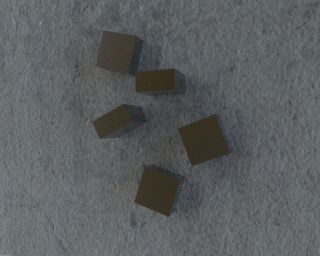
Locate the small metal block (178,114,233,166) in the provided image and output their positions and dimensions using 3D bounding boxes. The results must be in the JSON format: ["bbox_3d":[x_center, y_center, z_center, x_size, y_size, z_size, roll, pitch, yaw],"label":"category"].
[{"bbox_3d":[0.057,0.015,0.388,0.050,0.025,0.050,-22,83,18],"label":"small metal block"}]

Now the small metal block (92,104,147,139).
[{"bbox_3d":[-0.053,-0.008,0.413,0.050,0.050,0.025,-28,81,17],"label":"small metal block"}]

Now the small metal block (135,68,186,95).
[{"bbox_3d":[0.002,-0.057,0.394,0.050,0.050,0.025,-1,90,19],"label":"small metal block"}]

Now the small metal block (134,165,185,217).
[{"bbox_3d":[0.000,0.081,0.408,0.050,0.025,0.050,18,96,18],"label":"small metal block"}]

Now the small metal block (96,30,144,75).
[{"bbox_3d":[-0.055,-0.103,0.427,0.050,0.025,0.050,15,95,19],"label":"small metal block"}]
